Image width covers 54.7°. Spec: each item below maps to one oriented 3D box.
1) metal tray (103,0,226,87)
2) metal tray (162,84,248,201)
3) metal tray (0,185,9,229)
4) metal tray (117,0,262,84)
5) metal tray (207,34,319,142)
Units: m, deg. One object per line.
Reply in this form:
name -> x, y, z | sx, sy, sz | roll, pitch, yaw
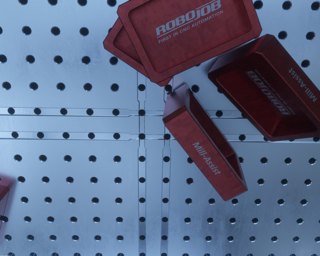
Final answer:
metal tray -> 0.005, -0.126, 0.364 | 0.090, 0.030, 0.129 | 33, 106, -12
metal tray -> 0.056, 0.016, 0.383 | 0.030, 0.090, 0.130 | -33, 107, 18
metal tray -> -0.286, 0.136, 0.457 | 0.091, 0.030, 0.129 | 19, 109, -8
metal tray -> 0.032, -0.116, 0.335 | 0.130, 0.030, 0.090 | -24, 109, 8
metal tray -> 0.130, -0.039, 0.365 | 0.130, 0.090, 0.030 | 43, 66, -16
